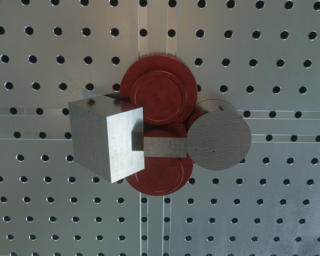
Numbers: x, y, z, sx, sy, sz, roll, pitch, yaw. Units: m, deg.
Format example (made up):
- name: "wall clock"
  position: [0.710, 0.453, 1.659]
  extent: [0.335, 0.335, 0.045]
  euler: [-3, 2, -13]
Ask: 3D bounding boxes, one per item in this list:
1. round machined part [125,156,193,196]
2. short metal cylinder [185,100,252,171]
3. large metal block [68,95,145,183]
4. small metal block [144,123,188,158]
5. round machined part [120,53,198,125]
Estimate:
- name: "round machined part"
  position: [-0.003, 0.052, 0.423]
  extent: [0.099, 0.042, 0.097]
  euler: [0, 110, 0]
- name: "short metal cylinder"
  position: [0.072, 0.008, 0.402]
  extent: [0.081, 0.050, 0.079]
  euler: [0, 110, 0]
- name: "large metal block"
  position: [-0.066, 0.010, 0.381]
  extent: [0.050, 0.080, 0.079]
  euler: [-19, 118, -41]
- name: "small metal block"
  position: [0.006, 0.014, 0.381]
  extent: [0.050, 0.050, 0.025]
  euler: [1, 110, -1]
- name: "round machined part"
  position: [-0.002, -0.042, 0.389]
  extent: [0.099, 0.042, 0.097]
  euler: [0, 110, 0]
